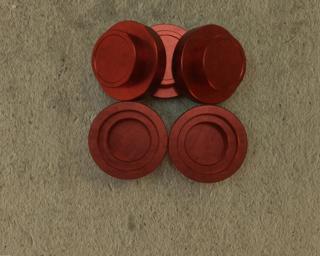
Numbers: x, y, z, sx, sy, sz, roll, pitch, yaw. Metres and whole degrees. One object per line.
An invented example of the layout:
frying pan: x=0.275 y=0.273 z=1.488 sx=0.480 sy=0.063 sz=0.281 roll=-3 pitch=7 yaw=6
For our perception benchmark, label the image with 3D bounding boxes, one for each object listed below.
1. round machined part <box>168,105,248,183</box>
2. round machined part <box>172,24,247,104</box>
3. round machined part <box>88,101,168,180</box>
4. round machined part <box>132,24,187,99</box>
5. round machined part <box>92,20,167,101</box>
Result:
round machined part: x=0.059 y=0.020 z=0.403 sx=0.099 sy=0.042 sz=0.097 roll=0 pitch=90 yaw=-1
round machined part: x=0.067 y=-0.078 z=0.382 sx=0.099 sy=0.042 sz=0.097 roll=-4 pitch=97 yaw=-31
round machined part: x=-0.039 y=0.015 z=0.402 sx=0.099 sy=0.042 sz=0.097 roll=0 pitch=90 yaw=-1
round machined part: x=0.007 y=-0.087 z=0.402 sx=0.099 sy=0.042 sz=0.097 roll=0 pitch=90 yaw=-1
round machined part: x=-0.044 y=-0.082 z=0.378 sx=0.098 sy=0.042 sz=0.097 roll=2 pitch=95 yaw=33
